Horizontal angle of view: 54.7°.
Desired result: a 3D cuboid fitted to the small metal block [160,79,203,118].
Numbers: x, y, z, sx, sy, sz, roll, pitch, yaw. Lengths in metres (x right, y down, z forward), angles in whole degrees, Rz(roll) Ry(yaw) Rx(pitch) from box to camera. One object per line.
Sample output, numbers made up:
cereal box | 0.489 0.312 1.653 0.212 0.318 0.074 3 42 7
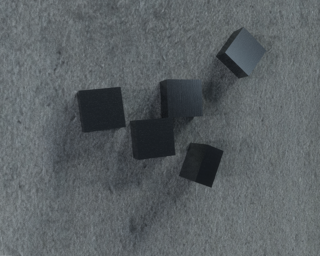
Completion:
small metal block | 0.029 -0.040 0.421 0.050 0.025 0.050 -3 91 -21

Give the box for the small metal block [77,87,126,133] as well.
small metal block | -0.073 -0.022 0.383 0.050 0.025 0.050 -8 93 -20

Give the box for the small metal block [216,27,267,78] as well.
small metal block | 0.119 -0.110 0.455 0.050 0.025 0.050 40 77 -16

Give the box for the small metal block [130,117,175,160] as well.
small metal block | -0.010 0.013 0.406 0.050 0.025 0.050 -5 92 -20

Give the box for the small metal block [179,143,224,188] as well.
small metal block | 0.055 0.048 0.417 0.025 0.050 0.050 22 83 -19
